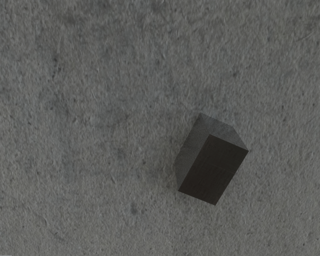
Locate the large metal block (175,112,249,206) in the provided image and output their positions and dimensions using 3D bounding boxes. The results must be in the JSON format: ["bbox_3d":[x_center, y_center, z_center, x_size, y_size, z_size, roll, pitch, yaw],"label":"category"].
[{"bbox_3d":[0.061,0.036,0.395,0.050,0.080,0.079,23,108,-9],"label":"large metal block"}]
